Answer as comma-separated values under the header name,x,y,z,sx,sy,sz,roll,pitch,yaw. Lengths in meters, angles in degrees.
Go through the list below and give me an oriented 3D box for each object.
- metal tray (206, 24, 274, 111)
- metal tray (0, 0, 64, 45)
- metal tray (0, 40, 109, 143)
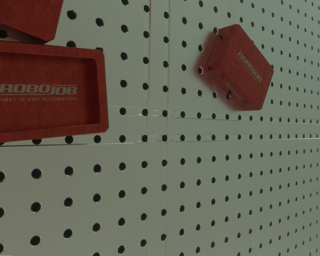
name,x,y,z,sx,sy,sz,roll,pitch,yaw
metal tray,0.140,-0.099,0.526,0.130,0.030,0.090,37,68,-34
metal tray,-0.154,-0.140,0.277,0.131,0.030,0.090,16,80,-39
metal tray,-0.117,-0.035,0.308,0.131,0.030,0.089,-6,94,-40
